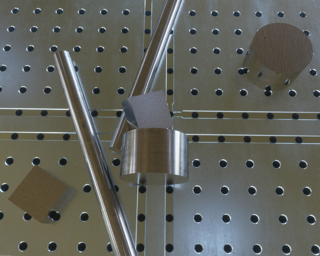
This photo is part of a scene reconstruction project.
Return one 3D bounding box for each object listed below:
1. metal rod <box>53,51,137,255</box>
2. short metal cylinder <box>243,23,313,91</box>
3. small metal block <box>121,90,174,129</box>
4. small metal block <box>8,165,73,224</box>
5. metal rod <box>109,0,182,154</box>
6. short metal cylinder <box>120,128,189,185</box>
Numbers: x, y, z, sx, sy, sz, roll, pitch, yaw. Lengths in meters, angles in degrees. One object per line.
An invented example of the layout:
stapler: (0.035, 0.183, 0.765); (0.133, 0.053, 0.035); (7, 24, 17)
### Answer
metal rod: (-0.088, 0.027, 0.400); (0.025, 0.025, 0.299); (-20, 71, -7)
short metal cylinder: (0.163, -0.099, 0.436); (0.081, 0.050, 0.080); (0, 70, 0)
small metal block: (-0.016, -0.018, 0.401); (0.050, 0.025, 0.050); (-17, 90, -31)
small metal block: (-0.145, 0.081, 0.381); (0.050, 0.025, 0.050); (31, 73, 10)
metal rod: (-0.010, -0.105, 0.449); (0.025, 0.025, 0.299); (16, 71, 6)
short metal cylinder: (-0.006, 0.037, 0.369); (0.081, 0.080, 0.050); (2, 70, 0)
